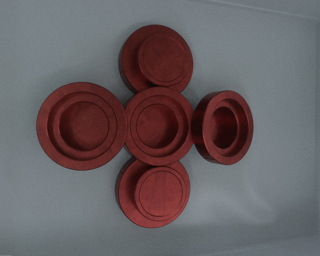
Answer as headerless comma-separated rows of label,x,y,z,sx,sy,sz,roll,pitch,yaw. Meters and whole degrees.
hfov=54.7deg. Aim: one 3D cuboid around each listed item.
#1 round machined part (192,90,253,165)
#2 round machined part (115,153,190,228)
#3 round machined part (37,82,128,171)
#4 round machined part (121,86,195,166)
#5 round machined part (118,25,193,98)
round machined part,0.079,0.000,0.420,0.099,0.042,0.097,0,91,-37
round machined part,-0.005,0.080,0.398,0.099,0.042,0.097,0,90,-20
round machined part,-0.086,-0.002,0.359,0.099,0.042,0.097,0,90,-3
round machined part,-0.006,-0.002,0.397,0.099,0.042,0.097,0,90,-20
round machined part,-0.001,-0.085,0.399,0.099,0.042,0.097,0,90,-20
